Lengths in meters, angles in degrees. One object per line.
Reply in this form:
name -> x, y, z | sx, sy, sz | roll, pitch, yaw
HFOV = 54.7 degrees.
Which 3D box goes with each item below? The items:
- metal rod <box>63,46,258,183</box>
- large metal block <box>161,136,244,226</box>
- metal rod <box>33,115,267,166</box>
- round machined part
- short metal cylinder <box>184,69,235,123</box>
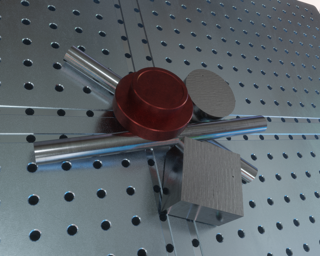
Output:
metal rod -> 0.006, -0.015, 0.422 | 0.301, 0.025, 0.025 | 33, 51, -7
large metal block -> 0.051, 0.066, 0.378 | 0.081, 0.050, 0.080 | 19, 54, -18
metal rod -> 0.007, 0.011, 0.383 | 0.303, 0.025, 0.025 | -7, 65, -24
round machined part -> -0.005, -0.036, 0.375 | 0.099, 0.042, 0.098 | 11, 50, -13
short metal cylinder -> 0.061, -0.038, 0.449 | 0.081, 0.050, 0.080 | 14, 56, -21
